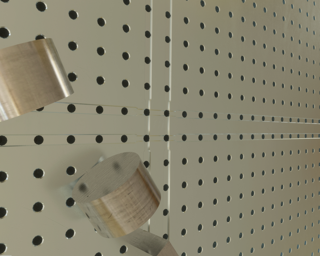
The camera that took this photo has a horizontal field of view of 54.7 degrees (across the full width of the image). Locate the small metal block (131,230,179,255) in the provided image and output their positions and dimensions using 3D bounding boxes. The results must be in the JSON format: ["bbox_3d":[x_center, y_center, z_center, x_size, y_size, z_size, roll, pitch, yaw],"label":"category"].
[{"bbox_3d":[-0.002,0.162,0.392,0.025,0.050,0.050,-43,116,-31],"label":"small metal block"}]

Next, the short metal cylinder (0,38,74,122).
[{"bbox_3d":[-0.123,-0.041,0.270,0.081,0.080,0.050,-30,109,-36],"label":"short metal cylinder"}]

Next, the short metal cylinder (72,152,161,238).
[{"bbox_3d":[-0.046,0.070,0.335,0.080,0.080,0.050,-42,116,-32],"label":"short metal cylinder"}]
